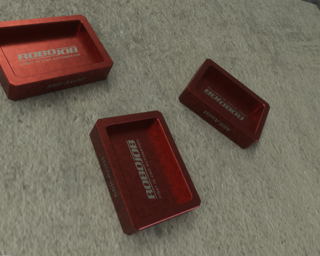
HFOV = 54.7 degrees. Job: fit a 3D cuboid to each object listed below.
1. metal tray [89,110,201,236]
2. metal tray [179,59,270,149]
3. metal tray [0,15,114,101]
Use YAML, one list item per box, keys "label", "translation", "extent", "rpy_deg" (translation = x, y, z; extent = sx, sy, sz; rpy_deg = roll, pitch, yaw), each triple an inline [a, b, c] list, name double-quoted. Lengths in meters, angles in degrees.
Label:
- label: "metal tray"
  translation: [-0.018, 0.046, 0.363]
  extent: [0.091, 0.030, 0.130]
  rpy_deg: [-11, 67, -33]
- label: "metal tray"
  translation: [0.103, -0.039, 0.482]
  extent: [0.130, 0.030, 0.090]
  rpy_deg: [37, 51, -4]
- label: "metal tray"
  translation: [-0.136, -0.092, 0.384]
  extent: [0.131, 0.030, 0.090]
  rpy_deg: [-22, 74, -36]
